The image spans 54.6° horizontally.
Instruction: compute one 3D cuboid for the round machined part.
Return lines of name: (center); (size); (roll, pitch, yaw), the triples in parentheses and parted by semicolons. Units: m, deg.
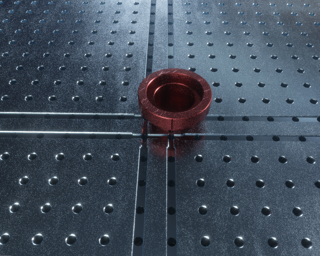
round machined part: (0.020, -0.035, 0.426); (0.099, 0.042, 0.098); (0, 50, 0)
